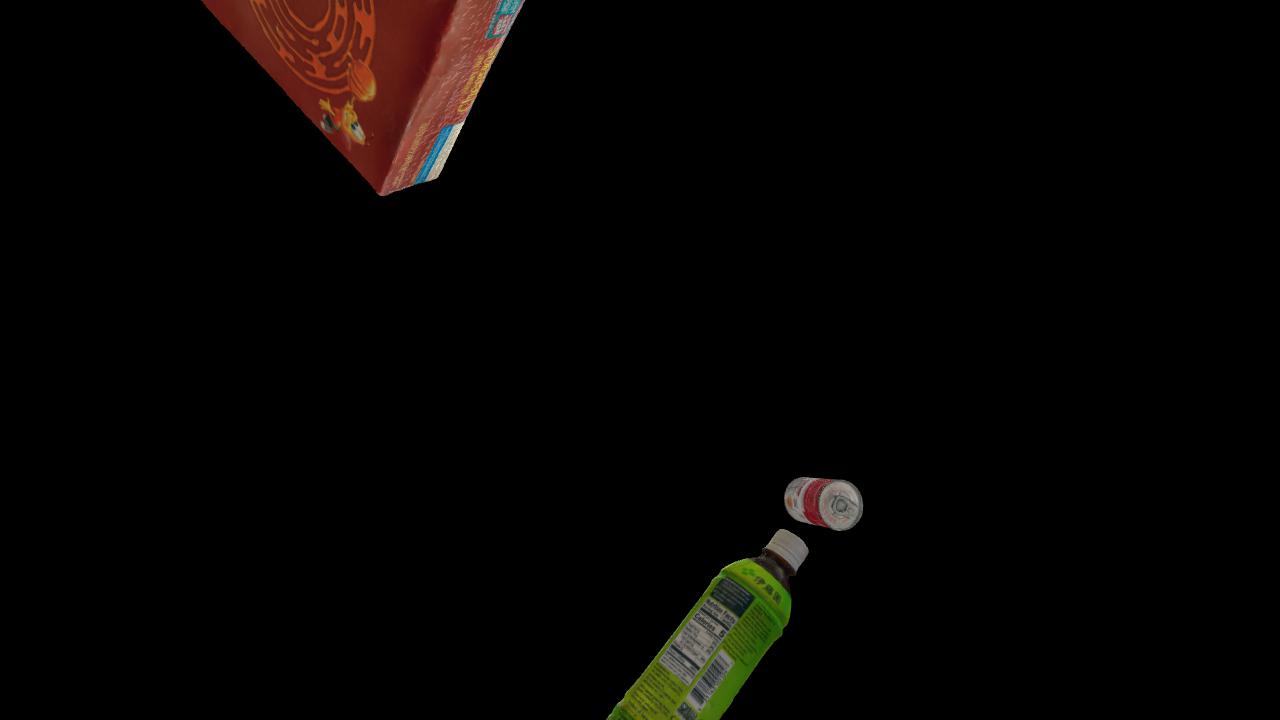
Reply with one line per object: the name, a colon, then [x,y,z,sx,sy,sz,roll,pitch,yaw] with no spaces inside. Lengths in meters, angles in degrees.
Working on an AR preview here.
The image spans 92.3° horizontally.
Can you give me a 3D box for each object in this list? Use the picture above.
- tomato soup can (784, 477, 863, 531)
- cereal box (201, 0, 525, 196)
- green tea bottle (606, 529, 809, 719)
tomato soup can: [0.254,0.200,0.866,0.068,0.068,0.101,0,-8,-15]
cereal box: [-0.244,-0.308,0.466,0.203,0.306,0.081,-43,1,42]
green tea bottle: [0.064,0.224,0.487,0.212,0.073,0.073,-45,19,-20]
